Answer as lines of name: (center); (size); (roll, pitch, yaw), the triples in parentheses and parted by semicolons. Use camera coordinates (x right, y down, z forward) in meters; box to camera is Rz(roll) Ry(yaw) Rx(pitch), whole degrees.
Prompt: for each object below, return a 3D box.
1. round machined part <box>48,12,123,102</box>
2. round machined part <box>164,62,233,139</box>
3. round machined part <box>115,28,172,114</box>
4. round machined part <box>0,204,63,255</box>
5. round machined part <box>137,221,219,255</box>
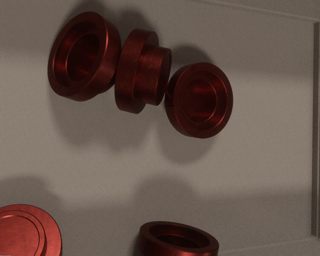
round machined part: (-0.080, -0.076, 0.351); (0.042, 0.098, 0.098); (20, 82, -52)
round machined part: (0.047, -0.036, 0.414); (0.099, 0.042, 0.097); (-3, 95, -31)
round machined part: (-0.015, -0.063, 0.363); (0.042, 0.098, 0.098); (14, 85, 9)
round machined part: (-0.153, 0.125, 0.320); (0.099, 0.042, 0.098); (8, 53, -10)
round machined part: (0.020, 0.152, 0.381); (0.099, 0.098, 0.042); (10, 90, -20)
